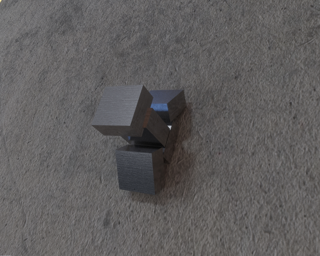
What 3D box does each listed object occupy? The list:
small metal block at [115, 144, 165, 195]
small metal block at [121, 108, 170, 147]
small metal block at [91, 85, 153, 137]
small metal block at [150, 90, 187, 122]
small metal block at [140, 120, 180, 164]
[{"bbox_3d":[-0.023,0.049,0.370,0.050,0.025,0.050,2,103,29],"label":"small metal block"},{"bbox_3d":[-0.023,-0.001,0.368,0.050,0.050,0.025,3,63,29],"label":"small metal block"},{"bbox_3d":[-0.041,-0.019,0.341,0.050,0.025,0.050,1,62,28],"label":"small metal block"},{"bbox_3d":[0.000,-0.030,0.407,0.050,0.025,0.050,3,27,29],"label":"small metal block"},{"bbox_3d":[-0.007,0.017,0.398,0.050,0.025,0.050,3,63,29],"label":"small metal block"}]
